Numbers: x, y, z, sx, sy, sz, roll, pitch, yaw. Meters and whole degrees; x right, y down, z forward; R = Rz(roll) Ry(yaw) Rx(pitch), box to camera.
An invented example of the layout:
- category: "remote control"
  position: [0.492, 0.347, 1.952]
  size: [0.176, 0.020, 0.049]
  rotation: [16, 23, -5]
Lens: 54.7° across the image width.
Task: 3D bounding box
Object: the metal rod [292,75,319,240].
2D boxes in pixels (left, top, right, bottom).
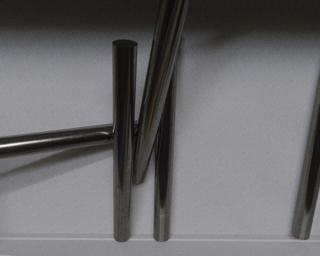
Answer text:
- category: "metal rod"
  position: [0.215, 0.023, 0.421]
  size: [0.025, 0.025, 0.298]
  rotation: [0, 110, 0]

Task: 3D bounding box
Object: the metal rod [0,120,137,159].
- category: "metal rod"
  position: [-0.154, 0.019, 0.353]
  size: [0.303, 0.025, 0.025]
  rotation: [-8, 112, -23]

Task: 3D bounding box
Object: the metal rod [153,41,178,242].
- category: "metal rod"
  position: [0.006, 0.025, 0.420]
  size: [0.025, 0.025, 0.298]
  rotation: [1, 110, -1]

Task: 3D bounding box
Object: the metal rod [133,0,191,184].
- category: "metal rod"
  position: [-0.006, -0.033, 0.333]
  size: [0.025, 0.025, 0.298]
  rotation: [10, 135, -4]

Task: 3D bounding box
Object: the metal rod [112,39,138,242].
- category: "metal rod"
  position: [-0.046, 0.040, 0.390]
  size: [0.025, 0.025, 0.298]
  rotation: [4, 123, -2]
